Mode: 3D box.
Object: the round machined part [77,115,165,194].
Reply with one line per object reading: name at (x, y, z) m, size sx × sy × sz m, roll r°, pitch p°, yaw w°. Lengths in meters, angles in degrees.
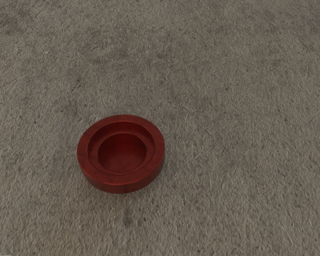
round machined part at (-0.044, 0.034, 0.364) m, size 0.099 × 0.042 × 0.098 m, roll 0°, pitch 50°, yaw 0°
